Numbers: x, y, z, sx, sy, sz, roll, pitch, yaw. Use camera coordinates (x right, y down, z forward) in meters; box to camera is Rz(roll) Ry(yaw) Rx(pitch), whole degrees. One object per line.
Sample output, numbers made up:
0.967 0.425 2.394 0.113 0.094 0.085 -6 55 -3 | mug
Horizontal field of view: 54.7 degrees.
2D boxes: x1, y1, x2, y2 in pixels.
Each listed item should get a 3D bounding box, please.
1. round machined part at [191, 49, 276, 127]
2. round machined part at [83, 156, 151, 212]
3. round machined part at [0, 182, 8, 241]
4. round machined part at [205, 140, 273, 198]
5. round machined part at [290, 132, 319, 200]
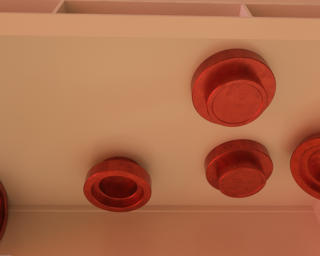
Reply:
0.087 -0.039 0.366 0.099 0.042 0.097 -1 130 0 | round machined part
-0.062 0.081 0.466 0.099 0.042 0.097 -1 130 0 | round machined part
-0.269 0.129 0.464 0.042 0.098 0.097 -4 131 -6 | round machined part
0.117 0.066 0.456 0.099 0.042 0.097 -1 130 0 | round machined part
0.235 0.049 0.423 0.098 0.042 0.097 17 122 31 | round machined part
